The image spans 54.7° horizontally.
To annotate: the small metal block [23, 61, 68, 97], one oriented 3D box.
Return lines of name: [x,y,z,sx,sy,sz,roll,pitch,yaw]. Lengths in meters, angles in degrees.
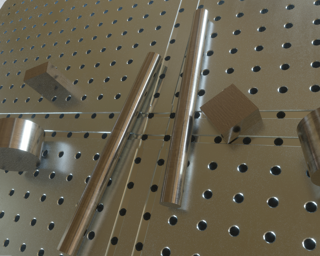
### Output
small metal block: [-0.203,-0.086,0.552,0.050,0.050,0.025,-16,55,19]

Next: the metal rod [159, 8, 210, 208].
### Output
metal rod: [0.038,-0.045,0.415,0.025,0.025,0.300,-3,60,27]

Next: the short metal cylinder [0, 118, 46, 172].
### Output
short metal cylinder: [-0.221,0.027,0.472,0.080,0.080,0.050,-16,56,19]

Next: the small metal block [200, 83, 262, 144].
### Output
small metal block: [0.085,-0.018,0.375,0.050,0.025,0.050,-36,51,4]

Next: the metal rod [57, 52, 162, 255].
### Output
metal rod: [-0.061,0.020,0.427,0.025,0.025,0.300,9,66,32]

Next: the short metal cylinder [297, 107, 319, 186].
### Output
short metal cylinder: [0.170,0.015,0.274,0.080,0.080,0.050,-14,56,20]
